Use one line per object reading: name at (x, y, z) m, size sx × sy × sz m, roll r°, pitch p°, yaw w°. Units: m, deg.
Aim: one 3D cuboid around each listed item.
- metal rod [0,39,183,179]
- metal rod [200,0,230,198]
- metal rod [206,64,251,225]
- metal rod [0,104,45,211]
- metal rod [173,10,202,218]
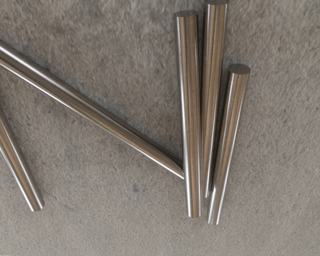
metal rod at (-0.072, -0.011, 0.396) m, size 0.301 × 0.025 × 0.025 m, roll 35°, pitch 122°, yaw -27°
metal rod at (0.061, -0.011, 0.398) m, size 0.025 × 0.025 × 0.298 m, roll -2°, pitch 130°, yaw 1°
metal rod at (0.092, 0.046, 0.448) m, size 0.025 × 0.025 × 0.298 m, roll -1°, pitch 130°, yaw 0°
metal rod at (-0.208, 0.014, 0.415) m, size 0.025 × 0.025 × 0.298 m, roll -2°, pitch 130°, yaw 1°
metal rod at (0.039, 0.007, 0.395) m, size 0.025 × 0.025 × 0.298 m, roll -4°, pitch 125°, yaw 3°
